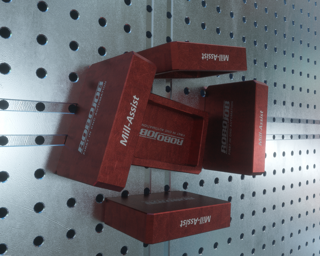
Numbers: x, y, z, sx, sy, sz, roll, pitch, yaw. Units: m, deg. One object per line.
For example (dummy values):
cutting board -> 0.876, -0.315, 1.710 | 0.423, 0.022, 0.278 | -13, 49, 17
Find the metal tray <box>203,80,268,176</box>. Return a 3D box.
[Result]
metal tray -> 0.108, 0.000, 0.456 | 0.030, 0.090, 0.129 | 6, 86, -40

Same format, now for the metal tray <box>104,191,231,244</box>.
metal tray -> 0.011, 0.102, 0.376 | 0.131, 0.090, 0.030 | 5, 87, -39

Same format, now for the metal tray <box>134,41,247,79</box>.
metal tray -> 0.036, -0.083, 0.395 | 0.131, 0.090, 0.030 | -8, 96, -39

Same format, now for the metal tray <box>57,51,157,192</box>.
metal tray -> -0.057, -0.007, 0.318 | 0.030, 0.090, 0.130 | 23, 75, -37

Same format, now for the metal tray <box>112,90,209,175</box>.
metal tray -> 0.006, 0.009, 0.409 | 0.131, 0.030, 0.090 | 14, 81, -39
